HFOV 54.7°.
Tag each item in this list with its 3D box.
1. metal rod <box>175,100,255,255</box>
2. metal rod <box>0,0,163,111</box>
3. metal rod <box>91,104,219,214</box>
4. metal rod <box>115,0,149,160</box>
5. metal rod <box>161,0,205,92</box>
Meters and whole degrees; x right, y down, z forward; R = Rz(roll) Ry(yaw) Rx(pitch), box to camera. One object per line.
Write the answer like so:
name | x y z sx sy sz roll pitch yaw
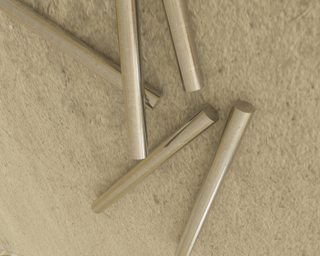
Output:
metal rod | 0.065 0.094 0.429 0.025 0.025 0.298 23 127 13
metal rod | -0.128 -0.115 0.400 0.301 0.025 0.025 34 129 5
metal rod | -0.025 0.061 0.456 0.025 0.025 0.299 45 129 -3
metal rod | -0.033 -0.103 0.337 0.025 0.025 0.298 8 115 23
metal rod | 0.000 -0.177 0.295 0.025 0.025 0.298 -2 118 29
